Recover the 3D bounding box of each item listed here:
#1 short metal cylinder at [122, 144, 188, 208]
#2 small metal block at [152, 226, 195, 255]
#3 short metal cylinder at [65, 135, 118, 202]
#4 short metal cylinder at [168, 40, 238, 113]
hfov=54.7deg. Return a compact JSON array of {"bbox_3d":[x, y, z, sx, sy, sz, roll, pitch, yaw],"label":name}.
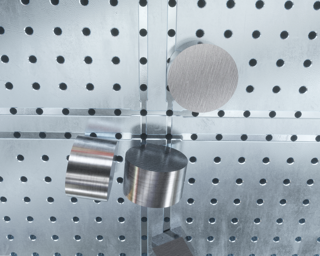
[{"bbox_3d":[-0.007,0.060,0.406,0.081,0.080,0.050,6,110,-3],"label":"short metal cylinder"},{"bbox_3d":[0.021,0.188,0.483,0.050,0.025,0.050,-24,109,8],"label":"small metal block"},{"bbox_3d":[-0.086,0.052,0.402,0.050,0.080,0.079,9,110,-4],"label":"short metal cylinder"},{"bbox_3d":[0.049,-0.064,0.377,0.081,0.050,0.079,0,110,0],"label":"short metal cylinder"}]
